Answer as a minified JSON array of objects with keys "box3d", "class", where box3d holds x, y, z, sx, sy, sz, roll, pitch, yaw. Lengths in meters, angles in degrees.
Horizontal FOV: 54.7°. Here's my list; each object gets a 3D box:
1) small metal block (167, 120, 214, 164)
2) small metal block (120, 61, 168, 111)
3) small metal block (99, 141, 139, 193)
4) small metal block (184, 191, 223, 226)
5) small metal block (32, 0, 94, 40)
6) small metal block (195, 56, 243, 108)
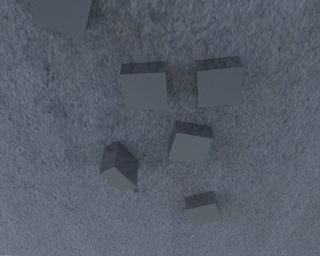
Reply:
[{"box3d":[0.041,0.020,0.425,0.050,0.025,0.050,9,130,-9],"class":"small metal block"},{"box3d":[-0.017,-0.049,0.365,0.050,0.025,0.050,-3,130,2],"class":"small metal block"},{"box3d":[-0.056,0.055,0.437,0.025,0.050,0.050,-26,126,20],"class":"small metal block"},{"box3d":[0.074,0.137,0.525,0.050,0.025,0.050,-16,129,13],"class":"small metal block"},{"box3d":[-0.093,-0.122,0.302,0.050,0.025,0.050,16,128,-14],"class":"small metal block"},{"box3d":[0.068,-0.054,0.363,0.050,0.025,0.050,-5,130,4],"class":"small metal block"}]
